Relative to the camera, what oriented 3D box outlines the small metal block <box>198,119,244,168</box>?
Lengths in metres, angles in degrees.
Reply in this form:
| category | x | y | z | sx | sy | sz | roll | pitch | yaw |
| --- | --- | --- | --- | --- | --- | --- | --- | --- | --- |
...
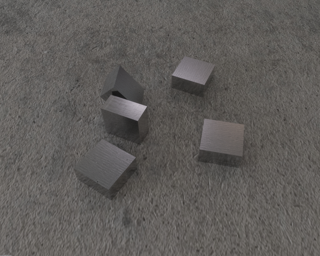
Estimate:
| category | x | y | z | sx | sy | sz | roll | pitch | yaw |
| --- | --- | --- | --- | --- | --- | --- | --- | --- | --- |
| small metal block | 0.077 | 0.018 | 0.388 | 0.050 | 0.025 | 0.050 | 9 | 51 | 7 |

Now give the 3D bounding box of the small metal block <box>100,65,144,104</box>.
| category | x | y | z | sx | sy | sz | roll | pitch | yaw |
| --- | --- | --- | --- | --- | --- | --- | --- | --- | --- |
| small metal block | -0.050 | -0.048 | 0.421 | 0.025 | 0.050 | 0.050 | -29 | 35 | 28 |

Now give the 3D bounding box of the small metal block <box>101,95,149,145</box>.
| category | x | y | z | sx | sy | sz | roll | pitch | yaw |
| --- | --- | --- | --- | --- | --- | --- | --- | --- | --- |
| small metal block | -0.043 | -0.010 | 0.394 | 0.050 | 0.050 | 0.025 | 19 | 55 | 15 |

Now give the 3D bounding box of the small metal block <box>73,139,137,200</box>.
| category | x | y | z | sx | sy | sz | roll | pitch | yaw |
| --- | --- | --- | --- | --- | --- | --- | --- | --- | --- |
| small metal block | -0.062 | 0.048 | 0.363 | 0.050 | 0.025 | 0.050 | 26 | 55 | 20 |

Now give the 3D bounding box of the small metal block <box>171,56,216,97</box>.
| category | x | y | z | sx | sy | sz | roll | pitch | yaw |
| --- | --- | --- | --- | --- | --- | --- | --- | --- | --- |
| small metal block | 0.051 | -0.078 | 0.469 | 0.050 | 0.025 | 0.050 | 19 | 53 | 15 |
